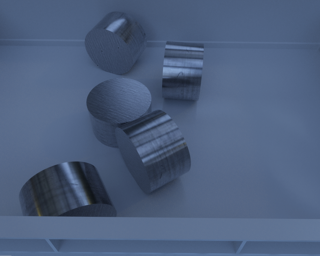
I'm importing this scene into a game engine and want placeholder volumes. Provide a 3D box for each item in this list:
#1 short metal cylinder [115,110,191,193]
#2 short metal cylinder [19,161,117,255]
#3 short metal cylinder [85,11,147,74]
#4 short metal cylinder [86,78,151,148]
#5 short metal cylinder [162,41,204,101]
[{"bbox_3d":[-0.009,0.026,0.348,0.050,0.080,0.080,-25,55,-20],"label":"short metal cylinder"},{"bbox_3d":[-0.089,0.078,0.303,0.081,0.080,0.050,-21,54,-17],"label":"short metal cylinder"},{"bbox_3d":[-0.067,-0.130,0.478,0.080,0.080,0.050,17,52,14],"label":"short metal cylinder"},{"bbox_3d":[-0.051,-0.020,0.405,0.081,0.050,0.080,0,50,0],"label":"short metal cylinder"},{"bbox_3d":[0.032,-0.080,0.437,0.050,0.080,0.080,5,50,4],"label":"short metal cylinder"}]
